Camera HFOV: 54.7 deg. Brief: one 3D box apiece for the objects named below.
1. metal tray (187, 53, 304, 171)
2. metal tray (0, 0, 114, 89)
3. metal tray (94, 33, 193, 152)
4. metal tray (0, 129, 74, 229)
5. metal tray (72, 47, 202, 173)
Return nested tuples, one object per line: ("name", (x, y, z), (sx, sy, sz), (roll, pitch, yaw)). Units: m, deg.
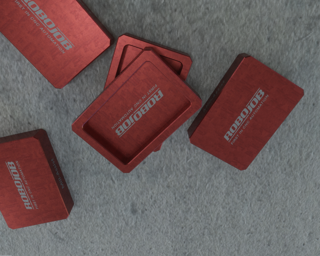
("metal tray", (0.107, -0.019, 0.402), (0.090, 0.030, 0.129), (29, 107, -11))
("metal tray", (-0.130, -0.122, 0.360), (0.090, 0.030, 0.130), (-38, 106, 12))
("metal tray", (-0.024, -0.043, 0.391), (0.091, 0.030, 0.129), (17, 109, -7))
("metal tray", (-0.186, 0.073, 0.431), (0.090, 0.030, 0.129), (-12, 110, 4))
("metal tray", (-0.027, -0.019, 0.367), (0.130, 0.030, 0.090), (-43, 105, 14))
